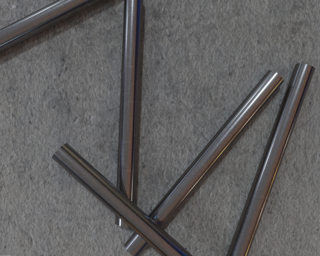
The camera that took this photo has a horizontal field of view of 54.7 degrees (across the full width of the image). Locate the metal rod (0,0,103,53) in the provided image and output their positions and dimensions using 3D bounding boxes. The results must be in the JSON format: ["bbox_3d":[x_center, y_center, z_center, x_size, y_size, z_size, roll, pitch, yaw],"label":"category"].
[{"bbox_3d":[-0.158,-0.141,0.407,0.301,0.025,0.025,-27,90,-1],"label":"metal rod"}]

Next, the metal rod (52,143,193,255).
[{"bbox_3d":[-0.012,0.128,0.383,0.300,0.025,0.025,42,90,-1],"label":"metal rod"}]

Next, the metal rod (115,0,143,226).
[{"bbox_3d":[-0.041,-0.023,0.409,0.025,0.025,0.298,2,90,-1],"label":"metal rod"}]

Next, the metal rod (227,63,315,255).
[{"bbox_3d":[0.143,0.059,0.411,0.025,0.025,0.299,20,90,-1],"label":"metal rod"}]

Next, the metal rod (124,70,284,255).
[{"bbox_3d":[0.058,0.047,0.410,0.025,0.025,0.300,40,90,-1],"label":"metal rod"}]
